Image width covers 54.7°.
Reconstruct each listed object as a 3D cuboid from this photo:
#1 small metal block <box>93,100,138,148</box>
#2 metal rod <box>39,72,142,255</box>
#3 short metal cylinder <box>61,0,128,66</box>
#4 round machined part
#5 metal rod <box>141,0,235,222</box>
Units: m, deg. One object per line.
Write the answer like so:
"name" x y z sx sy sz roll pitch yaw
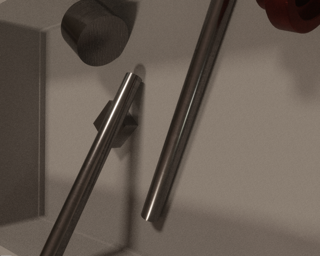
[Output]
"small metal block" -0.067 -0.005 0.459 0.050 0.025 0.050 -50 61 28
"metal rod" -0.092 0.062 0.398 0.025 0.025 0.299 10 70 39
"short metal cylinder" -0.093 -0.136 0.445 0.050 0.081 0.080 48 118 29
"round machined part" 0.116 -0.134 0.263 0.042 0.099 0.097 30 109 42
"metal rod" 0.031 -0.019 0.379 0.025 0.025 0.298 28 107 36
